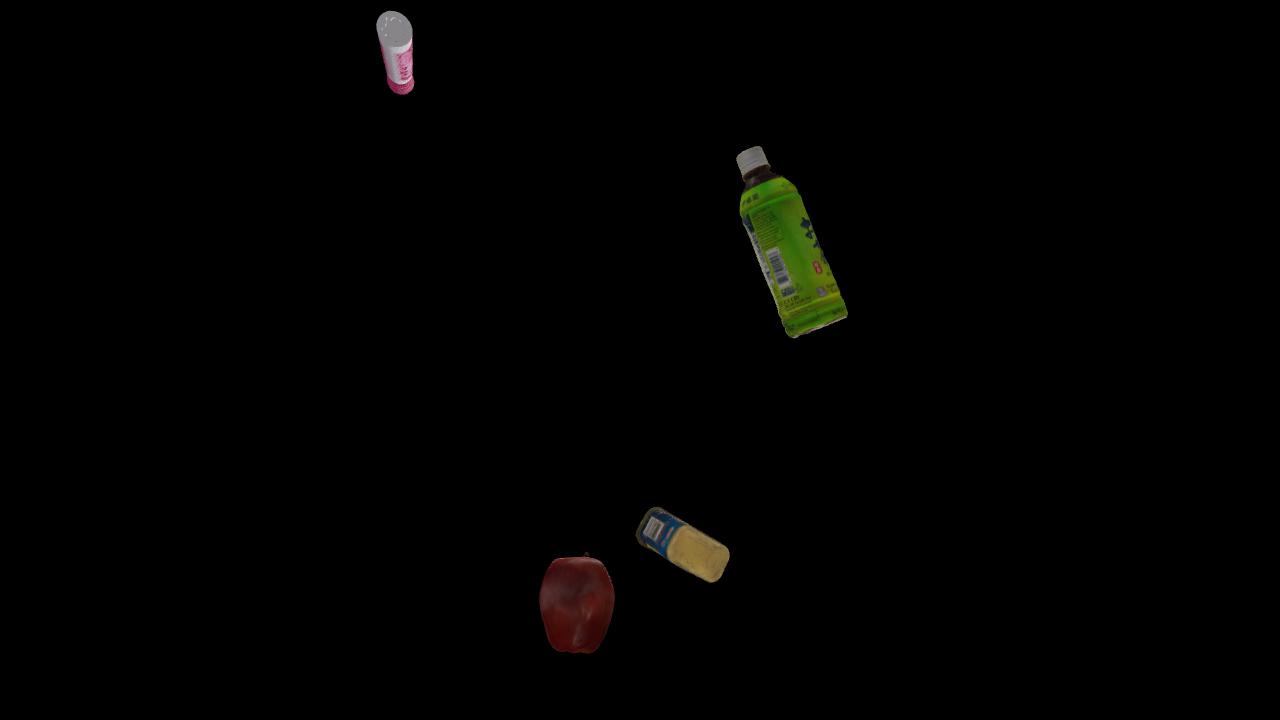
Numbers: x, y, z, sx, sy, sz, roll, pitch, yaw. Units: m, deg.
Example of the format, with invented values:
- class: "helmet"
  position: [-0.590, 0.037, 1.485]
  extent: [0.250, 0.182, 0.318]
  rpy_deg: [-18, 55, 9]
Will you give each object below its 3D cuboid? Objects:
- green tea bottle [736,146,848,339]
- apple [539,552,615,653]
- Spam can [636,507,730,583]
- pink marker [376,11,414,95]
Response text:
- class: "green tea bottle"
  position: [0.158, -0.132, 0.678]
  extent: [0.073, 0.212, 0.073]
  rpy_deg: [-22, -1, 0]
- class: "apple"
  position: [-0.062, 0.238, 0.608]
  extent: [0.079, 0.093, 0.079]
  rpy_deg: [5, -22, 2]
- class: "Spam can"
  position: [0.058, 0.251, 0.834]
  extent: [0.101, 0.058, 0.085]
  rpy_deg: [34, -12, -23]
- class: "pink marker"
  position: [-0.157, -0.195, 0.399]
  extent: [0.020, 0.020, 0.121]
  rpy_deg: [0, 10, -20]
